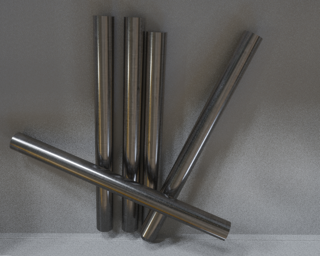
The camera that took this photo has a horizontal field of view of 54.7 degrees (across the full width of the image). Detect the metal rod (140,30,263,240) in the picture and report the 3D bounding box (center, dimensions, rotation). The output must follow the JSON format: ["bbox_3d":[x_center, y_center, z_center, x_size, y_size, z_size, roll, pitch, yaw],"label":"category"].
[{"bbox_3d":[0.047,0.019,0.404,0.025,0.025,0.298,24,103,-9],"label":"metal rod"}]

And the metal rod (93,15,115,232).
[{"bbox_3d":[-0.074,0.008,0.413,0.025,0.025,0.298,3,110,-2],"label":"metal rod"}]

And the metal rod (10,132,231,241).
[{"bbox_3d":[-0.055,0.074,0.403,0.301,0.025,0.025,22,109,5],"label":"metal rod"}]

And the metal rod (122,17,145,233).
[{"bbox_3d":[-0.037,0.010,0.414,0.025,0.025,0.298,3,110,-2],"label":"metal rod"}]

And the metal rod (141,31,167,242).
[{"bbox_3d":[-0.010,0.025,0.420,0.025,0.025,0.298,2,110,-1],"label":"metal rod"}]
